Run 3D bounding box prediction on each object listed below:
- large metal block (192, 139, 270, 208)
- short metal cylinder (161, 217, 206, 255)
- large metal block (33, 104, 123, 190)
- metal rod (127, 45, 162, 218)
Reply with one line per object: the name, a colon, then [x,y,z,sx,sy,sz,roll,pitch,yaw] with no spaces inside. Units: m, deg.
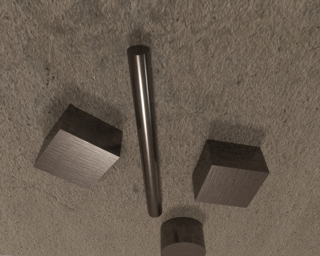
large metal block: [0.098,0.067,0.450,0.081,0.050,0.079,9,130,-8]
short metal cylinder: [0.041,0.207,0.568,0.081,0.050,0.079,0,130,0]
large metal block: [-0.107,0.027,0.413,0.080,0.050,0.080,29,124,-23]
metal rod: [-0.016,0.029,0.431,0.025,0.025,0.298,-3,130,1]
